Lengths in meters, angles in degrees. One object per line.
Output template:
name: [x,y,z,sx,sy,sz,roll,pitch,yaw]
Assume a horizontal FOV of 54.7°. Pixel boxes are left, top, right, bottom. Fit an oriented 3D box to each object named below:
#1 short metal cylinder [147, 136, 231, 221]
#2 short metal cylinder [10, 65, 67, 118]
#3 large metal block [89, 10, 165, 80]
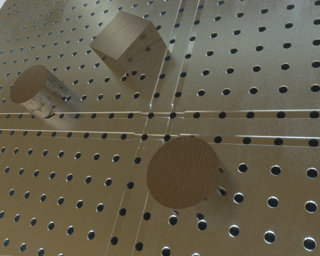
short metal cylinder: [0.033,0.056,0.341,0.080,0.050,0.080,-13,56,21]
short metal cylinder: [-0.211,-0.063,0.542,0.080,0.050,0.080,-13,56,21]
large metal block: [-0.054,-0.136,0.504,0.080,0.050,0.080,34,80,38]
